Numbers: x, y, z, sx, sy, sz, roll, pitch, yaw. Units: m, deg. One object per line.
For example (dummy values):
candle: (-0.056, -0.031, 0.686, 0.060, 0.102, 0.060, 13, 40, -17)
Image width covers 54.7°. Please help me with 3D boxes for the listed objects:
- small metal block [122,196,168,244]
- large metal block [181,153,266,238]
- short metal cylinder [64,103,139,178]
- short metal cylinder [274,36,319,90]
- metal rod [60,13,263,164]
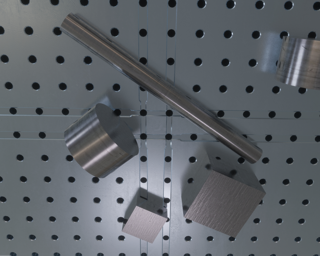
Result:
small metal block: (-0.023, 0.138, 0.464, 0.050, 0.025, 0.050, 26, 108, -9)
large metal block: (0.086, 0.095, 0.436, 0.080, 0.050, 0.080, 24, 108, -9)
short metal cylinder: (-0.072, 0.016, 0.389, 0.050, 0.080, 0.080, -37, 106, 12)
short metal cylinder: (0.179, -0.076, 0.358, 0.081, 0.080, 0.050, 4, 110, -2)
metal rod: (0.011, -0.043, 0.397, 0.301, 0.025, 0.025, 34, 106, -12)
